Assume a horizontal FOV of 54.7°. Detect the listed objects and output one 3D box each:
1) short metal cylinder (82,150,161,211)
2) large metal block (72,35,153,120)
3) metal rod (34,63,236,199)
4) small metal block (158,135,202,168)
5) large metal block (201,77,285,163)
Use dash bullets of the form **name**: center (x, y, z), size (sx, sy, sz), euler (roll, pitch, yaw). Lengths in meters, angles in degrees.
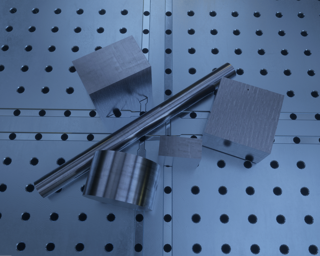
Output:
- **short metal cylinder**: center (-0.043, 0.062, 0.359), size (0.080, 0.080, 0.050), euler (11, 71, 3)
- **large metal block**: center (-0.058, -0.063, 0.406), size (0.080, 0.080, 0.050), euler (-27, 73, -10)
- **metal rod**: center (-0.024, -0.003, 0.412), size (0.301, 0.025, 0.025), euler (-33, 74, -12)
- **small metal block**: center (0.024, 0.031, 0.388), size (0.050, 0.050, 0.025), euler (5, 70, 1)
- **large metal block**: center (0.104, -0.009, 0.400), size (0.080, 0.050, 0.080), euler (18, 71, 6)
